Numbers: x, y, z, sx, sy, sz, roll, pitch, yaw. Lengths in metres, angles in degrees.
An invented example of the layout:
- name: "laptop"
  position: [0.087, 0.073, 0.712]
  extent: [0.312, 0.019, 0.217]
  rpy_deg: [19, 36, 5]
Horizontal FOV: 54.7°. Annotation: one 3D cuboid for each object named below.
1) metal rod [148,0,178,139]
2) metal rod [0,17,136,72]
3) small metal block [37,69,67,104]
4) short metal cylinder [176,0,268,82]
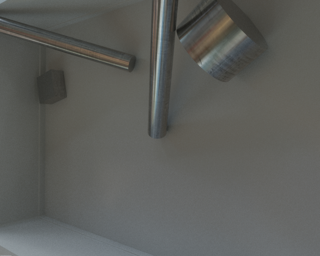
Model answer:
- name: "metal rod"
  position: [0.004, -0.104, 0.310]
  extent: [0.025, 0.025, 0.298]
  rpy_deg: [39, 143, 32]
- name: "metal rod"
  position: [-0.179, -0.138, 0.471]
  extent: [0.301, 0.025, 0.025]
  rpy_deg: [19, 103, 12]
- name: "small metal block"
  position: [-0.199, -0.074, 0.567]
  extent: [0.050, 0.025, 0.050]
  rpy_deg: [-16, 80, 38]
- name: "short metal cylinder"
  position: [0.064, -0.094, 0.317]
  extent: [0.050, 0.081, 0.080]
  rpy_deg: [-41, 65, 32]
